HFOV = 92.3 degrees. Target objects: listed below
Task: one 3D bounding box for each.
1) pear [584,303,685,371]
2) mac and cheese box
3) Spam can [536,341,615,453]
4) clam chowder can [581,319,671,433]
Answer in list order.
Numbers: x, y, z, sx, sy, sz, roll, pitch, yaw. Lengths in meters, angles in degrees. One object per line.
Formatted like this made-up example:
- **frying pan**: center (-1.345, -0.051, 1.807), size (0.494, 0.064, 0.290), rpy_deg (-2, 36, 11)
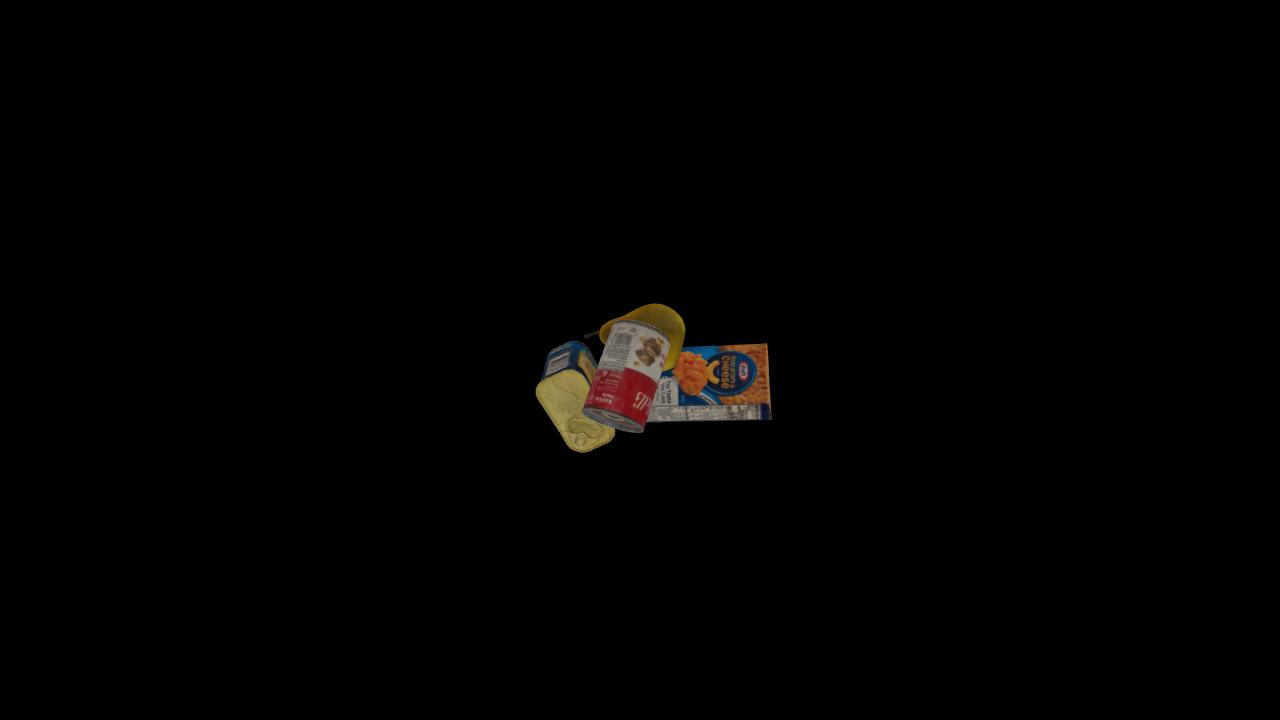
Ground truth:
- **pear**: center (-0.007, -0.030, 0.690), size (0.111, 0.080, 0.080), rpy_deg (13, 0, -1)
- **mac and cheese box**: center (0.061, 0.028, 0.735), size (0.184, 0.093, 0.041), rpy_deg (-3, -42, 11)
- **Spam can**: center (-0.069, 0.038, 0.694), size (0.058, 0.101, 0.085), rpy_deg (-23, 24, 10)
- **clam chowder can**: center (-0.013, 0.017, 0.641), size (0.068, 0.102, 0.068), rpy_deg (16, -18, 5)
